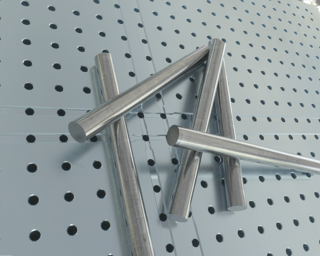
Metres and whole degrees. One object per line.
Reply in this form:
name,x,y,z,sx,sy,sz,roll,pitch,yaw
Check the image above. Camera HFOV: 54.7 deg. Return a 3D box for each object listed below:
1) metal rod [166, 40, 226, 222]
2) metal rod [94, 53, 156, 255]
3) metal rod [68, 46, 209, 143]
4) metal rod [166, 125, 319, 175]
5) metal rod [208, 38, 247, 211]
metal rod,0.059,-0.017,0.437,0.025,0.025,0.300,26,57,-13
metal rod,-0.043,0.036,0.364,0.025,0.025,0.299,0,62,-29
metal rod,-0.003,-0.062,0.423,0.025,0.025,0.302,47,44,4
metal rod,0.140,0.037,0.435,0.302,0.025,0.025,13,56,-32
metal rod,0.099,-0.024,0.478,0.025,0.025,0.299,13,56,-21
